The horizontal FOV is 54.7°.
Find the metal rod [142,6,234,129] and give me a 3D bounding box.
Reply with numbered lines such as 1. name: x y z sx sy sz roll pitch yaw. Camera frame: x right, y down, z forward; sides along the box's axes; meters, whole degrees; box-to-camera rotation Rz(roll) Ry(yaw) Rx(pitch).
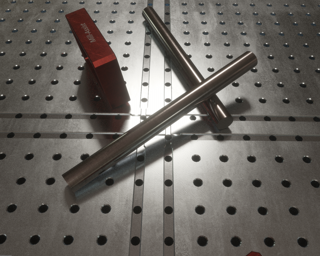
1. metal rod: 0.032 -0.114 0.503 0.025 0.025 0.300 -17 52 -14

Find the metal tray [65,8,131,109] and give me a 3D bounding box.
1. metal tray: -0.089 -0.101 0.446 0.030 0.090 0.130 -26 55 -9

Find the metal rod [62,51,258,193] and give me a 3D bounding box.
1. metal rod: 0.013 -0.018 0.399 0.302 0.025 0.025 -35 58 -18

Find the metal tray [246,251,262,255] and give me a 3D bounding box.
1. metal tray: 0.089 0.183 0.252 0.091 0.030 0.130 -27 55 -21
